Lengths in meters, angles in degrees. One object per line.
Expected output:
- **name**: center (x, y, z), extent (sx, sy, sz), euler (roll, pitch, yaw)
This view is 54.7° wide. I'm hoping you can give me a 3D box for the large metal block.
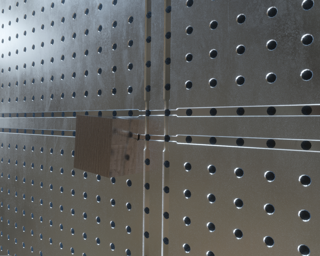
- **large metal block**: center (-0.080, 0.024, 0.457), extent (0.080, 0.050, 0.079), euler (7, 94, 39)
